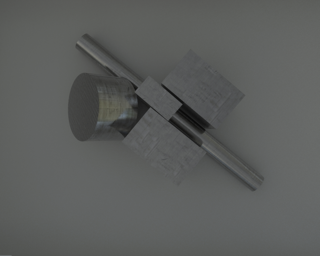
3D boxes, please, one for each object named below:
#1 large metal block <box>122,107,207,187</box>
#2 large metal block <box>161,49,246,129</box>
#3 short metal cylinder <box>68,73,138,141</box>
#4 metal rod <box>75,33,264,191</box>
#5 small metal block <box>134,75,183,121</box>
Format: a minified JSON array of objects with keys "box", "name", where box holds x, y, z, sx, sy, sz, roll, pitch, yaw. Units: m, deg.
[{"box":[0.004,0.021,0.383,0.080,0.080,0.050,39,90,-1],"name":"large metal block"},{"box":[0.048,-0.044,0.384,0.080,0.080,0.050,40,90,-1],"name":"large metal block"},{"box":[-0.071,-0.024,0.376,0.050,0.080,0.079,1,90,-40],"name":"short metal cylinder"},{"box":[0.013,-0.020,0.411,0.300,0.025,0.025,39,90,-1],"name":"metal rod"},{"box":[-0.002,-0.034,0.374,0.050,0.050,0.025,41,90,-1],"name":"small metal block"}]
